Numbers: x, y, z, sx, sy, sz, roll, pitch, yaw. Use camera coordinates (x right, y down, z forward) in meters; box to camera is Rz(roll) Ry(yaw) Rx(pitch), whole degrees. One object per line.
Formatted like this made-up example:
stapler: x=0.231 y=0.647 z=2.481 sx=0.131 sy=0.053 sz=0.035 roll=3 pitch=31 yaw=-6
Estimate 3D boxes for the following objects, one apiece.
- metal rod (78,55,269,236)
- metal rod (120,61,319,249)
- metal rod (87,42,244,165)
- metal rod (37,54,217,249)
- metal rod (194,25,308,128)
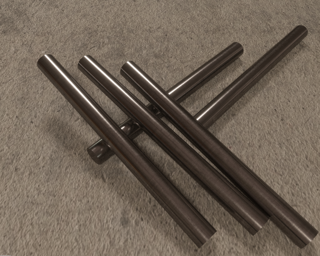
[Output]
metal rod: x=0.001 y=0.007 z=0.371 sx=0.025 sy=0.025 sz=0.300 roll=-36 pitch=67 yaw=-27
metal rod: x=0.053 y=0.015 z=0.370 sx=0.025 sy=0.025 sz=0.300 roll=-34 pitch=64 yaw=-25
metal rod: x=0.024 y=-0.049 z=0.444 sx=0.025 sy=0.025 sz=0.302 roll=36 pitch=58 yaw=26
metal rod: x=-0.052 y=0.012 z=0.361 sx=0.025 sy=0.025 sz=0.300 roll=-35 pitch=68 yaw=-26
metal rod: x=0.148 y=-0.086 z=0.477 sx=0.025 sy=0.025 sz=0.302 roll=35 pitch=58 yaw=25
